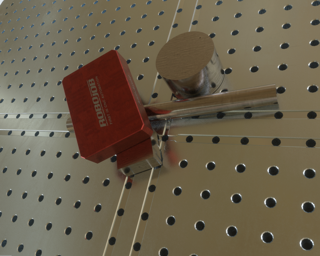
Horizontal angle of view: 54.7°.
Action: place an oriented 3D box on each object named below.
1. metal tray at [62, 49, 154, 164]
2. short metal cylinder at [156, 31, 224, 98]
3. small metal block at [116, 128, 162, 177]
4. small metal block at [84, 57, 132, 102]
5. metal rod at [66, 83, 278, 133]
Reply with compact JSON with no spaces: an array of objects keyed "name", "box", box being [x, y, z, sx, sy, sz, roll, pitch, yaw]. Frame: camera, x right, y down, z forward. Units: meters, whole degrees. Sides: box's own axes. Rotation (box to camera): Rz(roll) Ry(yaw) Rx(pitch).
[{"name":"metal tray","box":[-0.073,-0.030,0.410,0.090,0.030,0.130,-27,64,11]},{"name":"short metal cylinder","box":[0.041,-0.083,0.420,0.080,0.050,0.080,-13,56,20]},{"name":"small metal block","box":[-0.029,0.029,0.403,0.050,0.025,0.050,-21,54,15]},{"name":"small metal block","box":[-0.080,-0.074,0.477,0.050,0.050,0.025,-28,53,10]},{"name":"metal rod","box":[0.000,-0.022,0.421,0.301,0.025,0.025,-7,59,23]}]
